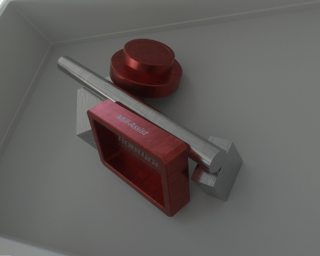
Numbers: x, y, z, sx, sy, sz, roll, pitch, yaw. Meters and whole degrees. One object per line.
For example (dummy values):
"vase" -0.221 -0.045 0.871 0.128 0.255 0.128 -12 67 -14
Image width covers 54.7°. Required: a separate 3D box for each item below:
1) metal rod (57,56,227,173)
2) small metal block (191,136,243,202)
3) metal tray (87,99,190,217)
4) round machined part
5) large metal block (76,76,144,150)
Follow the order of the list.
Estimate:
"metal rod" -0.045 -0.033 0.381 0.300 0.025 0.025 33 80 38
"small metal block" 0.062 0.044 0.328 0.025 0.050 0.050 15 70 34
"metal tray" -0.026 0.031 0.351 0.030 0.089 0.130 -34 46 -30
"round machined part" -0.017 -0.087 0.420 0.099 0.042 0.098 8 42 -7
"large metal block" -0.068 -0.025 0.437 0.080 0.050 0.080 -20 54 16
